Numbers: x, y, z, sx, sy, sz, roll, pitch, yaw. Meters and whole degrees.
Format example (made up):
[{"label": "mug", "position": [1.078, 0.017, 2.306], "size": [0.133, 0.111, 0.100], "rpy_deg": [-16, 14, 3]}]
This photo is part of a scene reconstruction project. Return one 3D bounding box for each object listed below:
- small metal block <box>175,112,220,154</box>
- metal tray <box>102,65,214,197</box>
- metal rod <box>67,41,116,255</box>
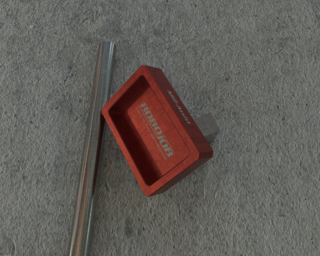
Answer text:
[{"label": "small metal block", "position": [0.043, 0.009, 0.392], "size": [0.050, 0.050, 0.025], "rpy_deg": [-22, 72, -8]}, {"label": "metal tray", "position": [-0.008, 0.003, 0.366], "size": [0.090, 0.030, 0.130], "rpy_deg": [-42, 67, 28]}, {"label": "metal rod", "position": [-0.085, 0.021, 0.399], "size": [0.025, 0.025, 0.299], "rpy_deg": [3, 70, 1]}]
